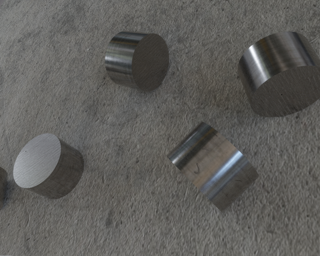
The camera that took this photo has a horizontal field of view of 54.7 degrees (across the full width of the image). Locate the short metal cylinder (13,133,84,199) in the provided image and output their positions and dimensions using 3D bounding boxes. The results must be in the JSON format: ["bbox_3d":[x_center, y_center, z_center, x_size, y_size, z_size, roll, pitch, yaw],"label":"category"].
[{"bbox_3d":[-0.156,0.054,0.437,0.080,0.050,0.080,-13,56,21],"label":"short metal cylinder"}]

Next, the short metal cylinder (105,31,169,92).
[{"bbox_3d":[-0.031,-0.096,0.444,0.050,0.080,0.080,18,71,35],"label":"short metal cylinder"}]

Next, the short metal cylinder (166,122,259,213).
[{"bbox_3d":[0.052,0.039,0.317,0.050,0.080,0.080,-45,51,-2],"label":"short metal cylinder"}]

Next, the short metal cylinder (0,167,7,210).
[{"bbox_3d":[-0.273,0.090,0.457,0.080,0.080,0.050,-21,54,16],"label":"short metal cylinder"}]

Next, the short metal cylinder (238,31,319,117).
[{"bbox_3d":[0.131,-0.055,0.334,0.080,0.080,0.050,-21,54,16],"label":"short metal cylinder"}]
